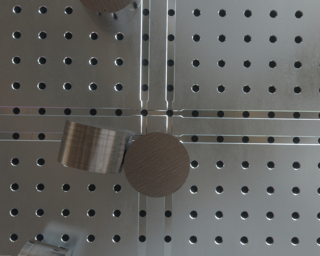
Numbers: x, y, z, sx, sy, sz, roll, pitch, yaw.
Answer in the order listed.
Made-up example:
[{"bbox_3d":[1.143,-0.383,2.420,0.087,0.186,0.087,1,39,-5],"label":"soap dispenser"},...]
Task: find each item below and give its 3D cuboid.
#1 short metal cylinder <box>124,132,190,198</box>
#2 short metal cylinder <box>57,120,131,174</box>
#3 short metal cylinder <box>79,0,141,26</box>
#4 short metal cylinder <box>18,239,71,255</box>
[{"bbox_3d":[-0.004,0.045,0.401,0.081,0.050,0.079,0,90,0],"label":"short metal cylinder"},{"bbox_3d":[-0.081,0.022,0.385,0.080,0.080,0.050,12,90,0],"label":"short metal cylinder"},{"bbox_3d":[-0.066,-0.179,0.400,0.081,0.050,0.079,0,90,0],"label":"short metal cylinder"},{"bbox_3d":[-0.150,0.186,0.385,0.050,0.080,0.080,16,90,0],"label":"short metal cylinder"}]
